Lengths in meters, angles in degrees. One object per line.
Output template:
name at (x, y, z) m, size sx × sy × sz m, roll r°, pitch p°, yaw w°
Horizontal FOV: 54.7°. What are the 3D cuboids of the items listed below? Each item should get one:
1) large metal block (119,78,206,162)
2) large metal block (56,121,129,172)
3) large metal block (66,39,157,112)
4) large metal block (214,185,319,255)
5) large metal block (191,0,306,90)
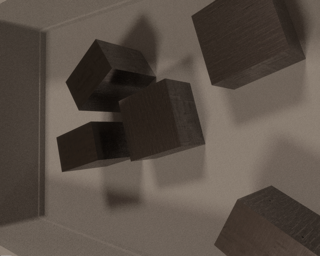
large metal block at (0.001, -0.007, 0.388) m, size 0.080 × 0.050 × 0.080 m, roll -21°, pitch 77°, yaw 38°
large metal block at (-0.085, 0.026, 0.439) m, size 0.080 × 0.081 × 0.050 m, roll -20°, pitch 78°, yaw 38°
large metal block at (-0.067, -0.067, 0.424) m, size 0.080 × 0.081 × 0.050 m, roll -44°, pitch 64°, yaw 31°
large metal block at (0.111, 0.101, 0.279) m, size 0.080 × 0.081 × 0.050 m, roll 33°, pitch 111°, yaw 34°
large metal block at (0.088, -0.093, 0.317) m, size 0.080 × 0.050 × 0.080 m, roll -23°, pitch 76°, yaw 37°
